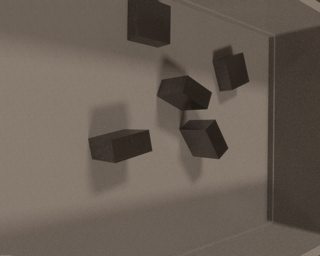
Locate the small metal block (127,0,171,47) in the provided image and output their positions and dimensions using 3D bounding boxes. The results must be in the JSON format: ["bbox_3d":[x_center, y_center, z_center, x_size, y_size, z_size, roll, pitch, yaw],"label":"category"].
[{"bbox_3d":[-0.014,-0.135,0.397,0.050,0.025,0.050,1,89,-40],"label":"small metal block"}]

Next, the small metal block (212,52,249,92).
[{"bbox_3d":[0.117,-0.092,0.507,0.050,0.025,0.050,-27,107,-37],"label":"small metal block"}]

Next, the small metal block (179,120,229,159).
[{"bbox_3d":[0.063,0.016,0.446,0.025,0.050,0.050,-43,116,-32],"label":"small metal block"}]

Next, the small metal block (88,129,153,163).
[{"bbox_3d":[-0.046,0.019,0.354,0.050,0.050,0.025,-16,100,-39],"label":"small metal block"}]

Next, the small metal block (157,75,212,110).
[{"bbox_3d":[0.033,-0.046,0.420,0.050,0.050,0.025,27,73,-37],"label":"small metal block"}]
